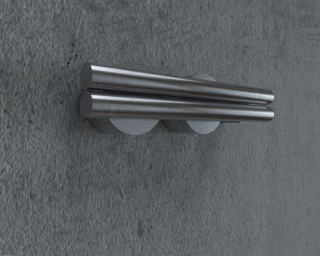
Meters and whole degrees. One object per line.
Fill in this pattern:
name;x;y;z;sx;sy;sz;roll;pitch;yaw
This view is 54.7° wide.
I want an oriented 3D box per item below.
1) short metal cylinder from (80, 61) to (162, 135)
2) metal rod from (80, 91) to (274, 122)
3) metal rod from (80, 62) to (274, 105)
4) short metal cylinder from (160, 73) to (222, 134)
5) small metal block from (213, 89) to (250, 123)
short metal cylinder;-0.042;-0.032;0.353;0.081;0.050;0.080;0;90;-40
metal rod;0.048;-0.021;0.380;0.302;0.025;0.025;0;90;-40
metal rod;0.048;-0.047;0.380;0.302;0.025;0.025;0;90;-40
short metal cylinder;0.042;-0.032;0.425;0.081;0.050;0.080;0;90;-40
small metal block;0.111;-0.033;0.484;0.025;0.050;0.050;-2;91;-40
